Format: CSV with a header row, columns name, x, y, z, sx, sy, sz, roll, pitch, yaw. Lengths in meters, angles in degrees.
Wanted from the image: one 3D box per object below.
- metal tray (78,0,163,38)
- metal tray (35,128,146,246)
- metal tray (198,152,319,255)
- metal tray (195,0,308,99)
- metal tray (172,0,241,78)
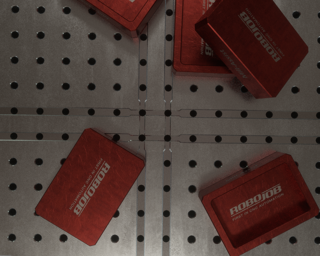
name,x,y,z,sx,sy,sz,roll,pitch,yaw
metal tray,-0.062,-0.194,0.409,0.130,0.030,0.090,34,90,-1
metal tray,-0.089,0.075,0.410,0.090,0.030,0.130,32,90,-1
metal tray,0.129,0.100,0.412,0.131,0.030,0.090,-27,90,-1
metal tray,0.117,-0.110,0.384,0.130,0.030,0.090,43,76,-18
metal tray,0.064,-0.135,0.411,0.091,0.030,0.129,2,90,-1
